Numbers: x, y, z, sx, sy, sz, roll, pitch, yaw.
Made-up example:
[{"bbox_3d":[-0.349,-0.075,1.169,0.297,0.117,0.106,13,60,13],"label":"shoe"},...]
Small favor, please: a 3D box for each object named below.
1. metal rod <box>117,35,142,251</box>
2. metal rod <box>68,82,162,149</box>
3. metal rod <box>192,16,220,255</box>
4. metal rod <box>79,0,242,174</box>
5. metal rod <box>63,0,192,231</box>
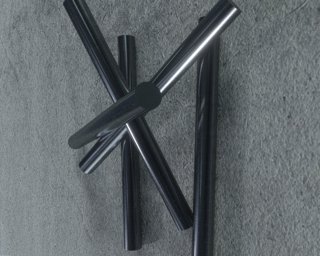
[{"bbox_3d":[-0.043,0.019,0.440,0.025,0.025,0.298,-3,88,40],"label":"metal rod"},{"bbox_3d":[-0.077,-0.002,0.395,0.299,0.025,0.025,-21,76,61],"label":"metal rod"},{"bbox_3d":[0.053,0.024,0.361,0.025,0.025,0.298,3,92,40],"label":"metal rod"},{"bbox_3d":[-0.018,-0.034,0.386,0.299,0.025,0.025,-45,63,30],"label":"metal rod"},{"bbox_3d":[-0.034,-0.015,0.369,0.025,0.025,0.299,-24,95,37],"label":"metal rod"}]
